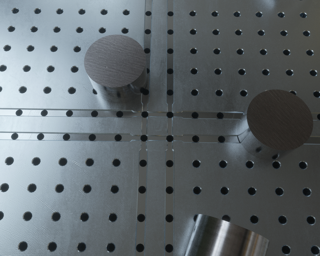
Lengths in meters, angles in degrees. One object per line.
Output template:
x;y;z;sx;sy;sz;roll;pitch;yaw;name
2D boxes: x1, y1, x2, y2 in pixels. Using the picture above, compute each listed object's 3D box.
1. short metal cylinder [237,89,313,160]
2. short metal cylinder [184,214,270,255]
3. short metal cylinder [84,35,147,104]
0.146;-0.003;0.400;0.081;0.050;0.080;0;70;0;short metal cylinder
0.071;0.132;0.334;0.080;0.080;0.050;20;72;7;short metal cylinder
-0.059;-0.080;0.427;0.081;0.050;0.080;0;70;0;short metal cylinder
